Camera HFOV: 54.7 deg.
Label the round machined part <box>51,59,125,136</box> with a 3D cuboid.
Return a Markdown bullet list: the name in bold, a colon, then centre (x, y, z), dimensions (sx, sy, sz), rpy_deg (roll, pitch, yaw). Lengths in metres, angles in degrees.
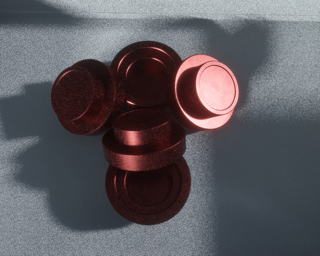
- **round machined part**: centre (-0.097, -0.040, 0.390), dimensions (0.098, 0.042, 0.097), rpy_deg (-4, 82, 27)

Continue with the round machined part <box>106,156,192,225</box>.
- **round machined part**: centre (-0.013, 0.067, 0.374), dimensions (0.099, 0.042, 0.098), rpy_deg (0, 70, 0)

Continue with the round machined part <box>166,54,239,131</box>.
- **round machined part**: centre (0.060, -0.047, 0.392), dimensions (0.099, 0.042, 0.097), rpy_deg (5, 81, -30)

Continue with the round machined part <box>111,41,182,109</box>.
- **round machined part**: centre (-0.017, -0.066, 0.422), dimensions (0.099, 0.042, 0.098), rpy_deg (0, 70, 0)

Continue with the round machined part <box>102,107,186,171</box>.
- **round machined part**: centre (-0.019, 0.007, 0.366), dimensions (0.099, 0.098, 0.042), rpy_deg (-6, 115, -2)
